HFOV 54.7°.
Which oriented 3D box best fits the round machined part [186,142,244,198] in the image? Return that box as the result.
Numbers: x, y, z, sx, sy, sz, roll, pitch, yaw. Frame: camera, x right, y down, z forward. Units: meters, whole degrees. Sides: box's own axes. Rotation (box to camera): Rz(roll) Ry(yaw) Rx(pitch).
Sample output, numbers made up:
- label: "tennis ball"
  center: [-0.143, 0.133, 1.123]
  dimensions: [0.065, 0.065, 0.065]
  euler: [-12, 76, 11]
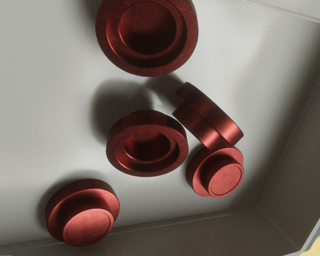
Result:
- label: "round machined part"
  center: [0.095, 0.072, 0.497]
  dimensions: [0.099, 0.042, 0.097]
  euler: [-14, 125, -21]

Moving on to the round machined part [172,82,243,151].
- label: "round machined part"
  center: [0.053, -0.009, 0.387]
  dimensions: [0.042, 0.098, 0.098]
  euler: [-46, 130, 4]

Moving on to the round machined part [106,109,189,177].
- label: "round machined part"
  center: [-0.016, 0.015, 0.384]
  dimensions: [0.099, 0.042, 0.097]
  euler: [-3, 135, -2]

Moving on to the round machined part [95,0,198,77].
- label: "round machined part"
  center: [-0.012, -0.104, 0.311]
  dimensions: [0.099, 0.042, 0.097]
  euler: [1, 133, 1]

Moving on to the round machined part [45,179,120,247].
- label: "round machined part"
  center: [-0.101, 0.121, 0.418]
  dimensions: [0.099, 0.042, 0.097]
  euler: [-14, 125, -21]
